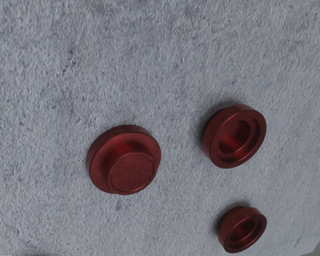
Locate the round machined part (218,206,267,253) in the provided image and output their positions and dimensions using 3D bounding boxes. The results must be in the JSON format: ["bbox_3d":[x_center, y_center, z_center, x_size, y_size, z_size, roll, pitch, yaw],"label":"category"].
[{"bbox_3d":[0.153,0.190,0.596,0.099,0.042,0.097,-14,124,-21],"label":"round machined part"}]

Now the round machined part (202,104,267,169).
[{"bbox_3d":[0.104,0.008,0.458,0.099,0.042,0.097,-14,124,-21],"label":"round machined part"}]

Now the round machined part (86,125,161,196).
[{"bbox_3d":[-0.042,0.048,0.402,0.099,0.042,0.097,-14,124,-21],"label":"round machined part"}]
